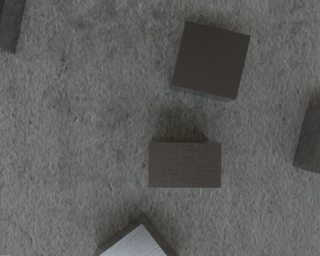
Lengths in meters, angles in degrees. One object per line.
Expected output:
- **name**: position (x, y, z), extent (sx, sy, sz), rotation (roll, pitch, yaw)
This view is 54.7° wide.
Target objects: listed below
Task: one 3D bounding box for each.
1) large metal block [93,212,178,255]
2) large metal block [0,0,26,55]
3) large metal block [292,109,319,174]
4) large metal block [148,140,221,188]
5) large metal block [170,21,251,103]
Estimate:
- **large metal block**: position (-0.029, 0.171, 0.397), extent (0.080, 0.050, 0.080), rotation (-37, 90, 0)
- **large metal block**: position (-0.228, -0.146, 0.394), extent (0.080, 0.050, 0.080), rotation (12, 90, -1)
- **large metal block**: position (0.231, 0.023, 0.401), extent (0.080, 0.050, 0.080), rotation (13, 90, -1)
- **large metal block**: position (0.027, 0.041, 0.383), extent (0.081, 0.080, 0.050), rotation (0, 90, -1)
- **large metal block**: position (0.061, -0.082, 0.398), extent (0.080, 0.050, 0.080), rotation (13, 90, -1)
